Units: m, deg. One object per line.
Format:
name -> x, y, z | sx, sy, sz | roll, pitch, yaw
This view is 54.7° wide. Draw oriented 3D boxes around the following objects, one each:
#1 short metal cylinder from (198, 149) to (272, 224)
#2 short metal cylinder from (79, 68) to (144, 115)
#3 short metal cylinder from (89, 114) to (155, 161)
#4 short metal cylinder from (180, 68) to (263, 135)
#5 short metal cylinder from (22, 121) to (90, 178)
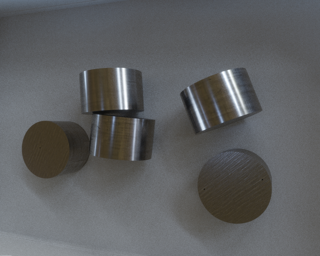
short metal cylinder -> 0.090, 0.066, 0.365 | 0.080, 0.050, 0.080 | 0, 90, 20
short metal cylinder -> -0.062, -0.045, 0.403 | 0.080, 0.080, 0.050 | -4, 89, 20
short metal cylinder -> -0.048, 0.010, 0.398 | 0.080, 0.080, 0.050 | 7, 93, 20
short metal cylinder -> 0.069, -0.029, 0.357 | 0.080, 0.080, 0.050 | -22, 83, 19
short metal cylinder -> -0.150, 0.030, 0.450 | 0.080, 0.050, 0.080 | 0, 90, 20
